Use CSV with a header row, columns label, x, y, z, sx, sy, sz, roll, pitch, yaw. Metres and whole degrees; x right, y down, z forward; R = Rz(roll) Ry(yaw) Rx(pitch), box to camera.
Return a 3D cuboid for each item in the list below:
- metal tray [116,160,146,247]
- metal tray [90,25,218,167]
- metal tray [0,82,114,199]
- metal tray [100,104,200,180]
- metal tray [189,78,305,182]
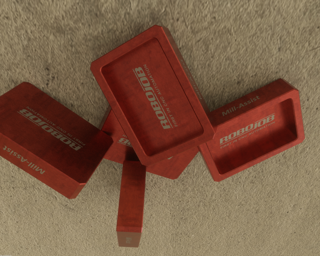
label,x,y,z,sx,sy,sz,roll,pitch,yaw
metal tray,-0.040,0.111,0.434,0.030,0.090,0.129,5,151,-4
metal tray,-0.006,-0.033,0.339,0.090,0.030,0.130,-25,97,19
metal tray,-0.128,0.010,0.353,0.130,0.090,0.030,35,123,-6
metal tray,-0.016,0.016,0.419,0.131,0.030,0.089,20,127,-17
metal tray,0.111,0.006,0.390,0.130,0.030,0.090,-26,127,2
